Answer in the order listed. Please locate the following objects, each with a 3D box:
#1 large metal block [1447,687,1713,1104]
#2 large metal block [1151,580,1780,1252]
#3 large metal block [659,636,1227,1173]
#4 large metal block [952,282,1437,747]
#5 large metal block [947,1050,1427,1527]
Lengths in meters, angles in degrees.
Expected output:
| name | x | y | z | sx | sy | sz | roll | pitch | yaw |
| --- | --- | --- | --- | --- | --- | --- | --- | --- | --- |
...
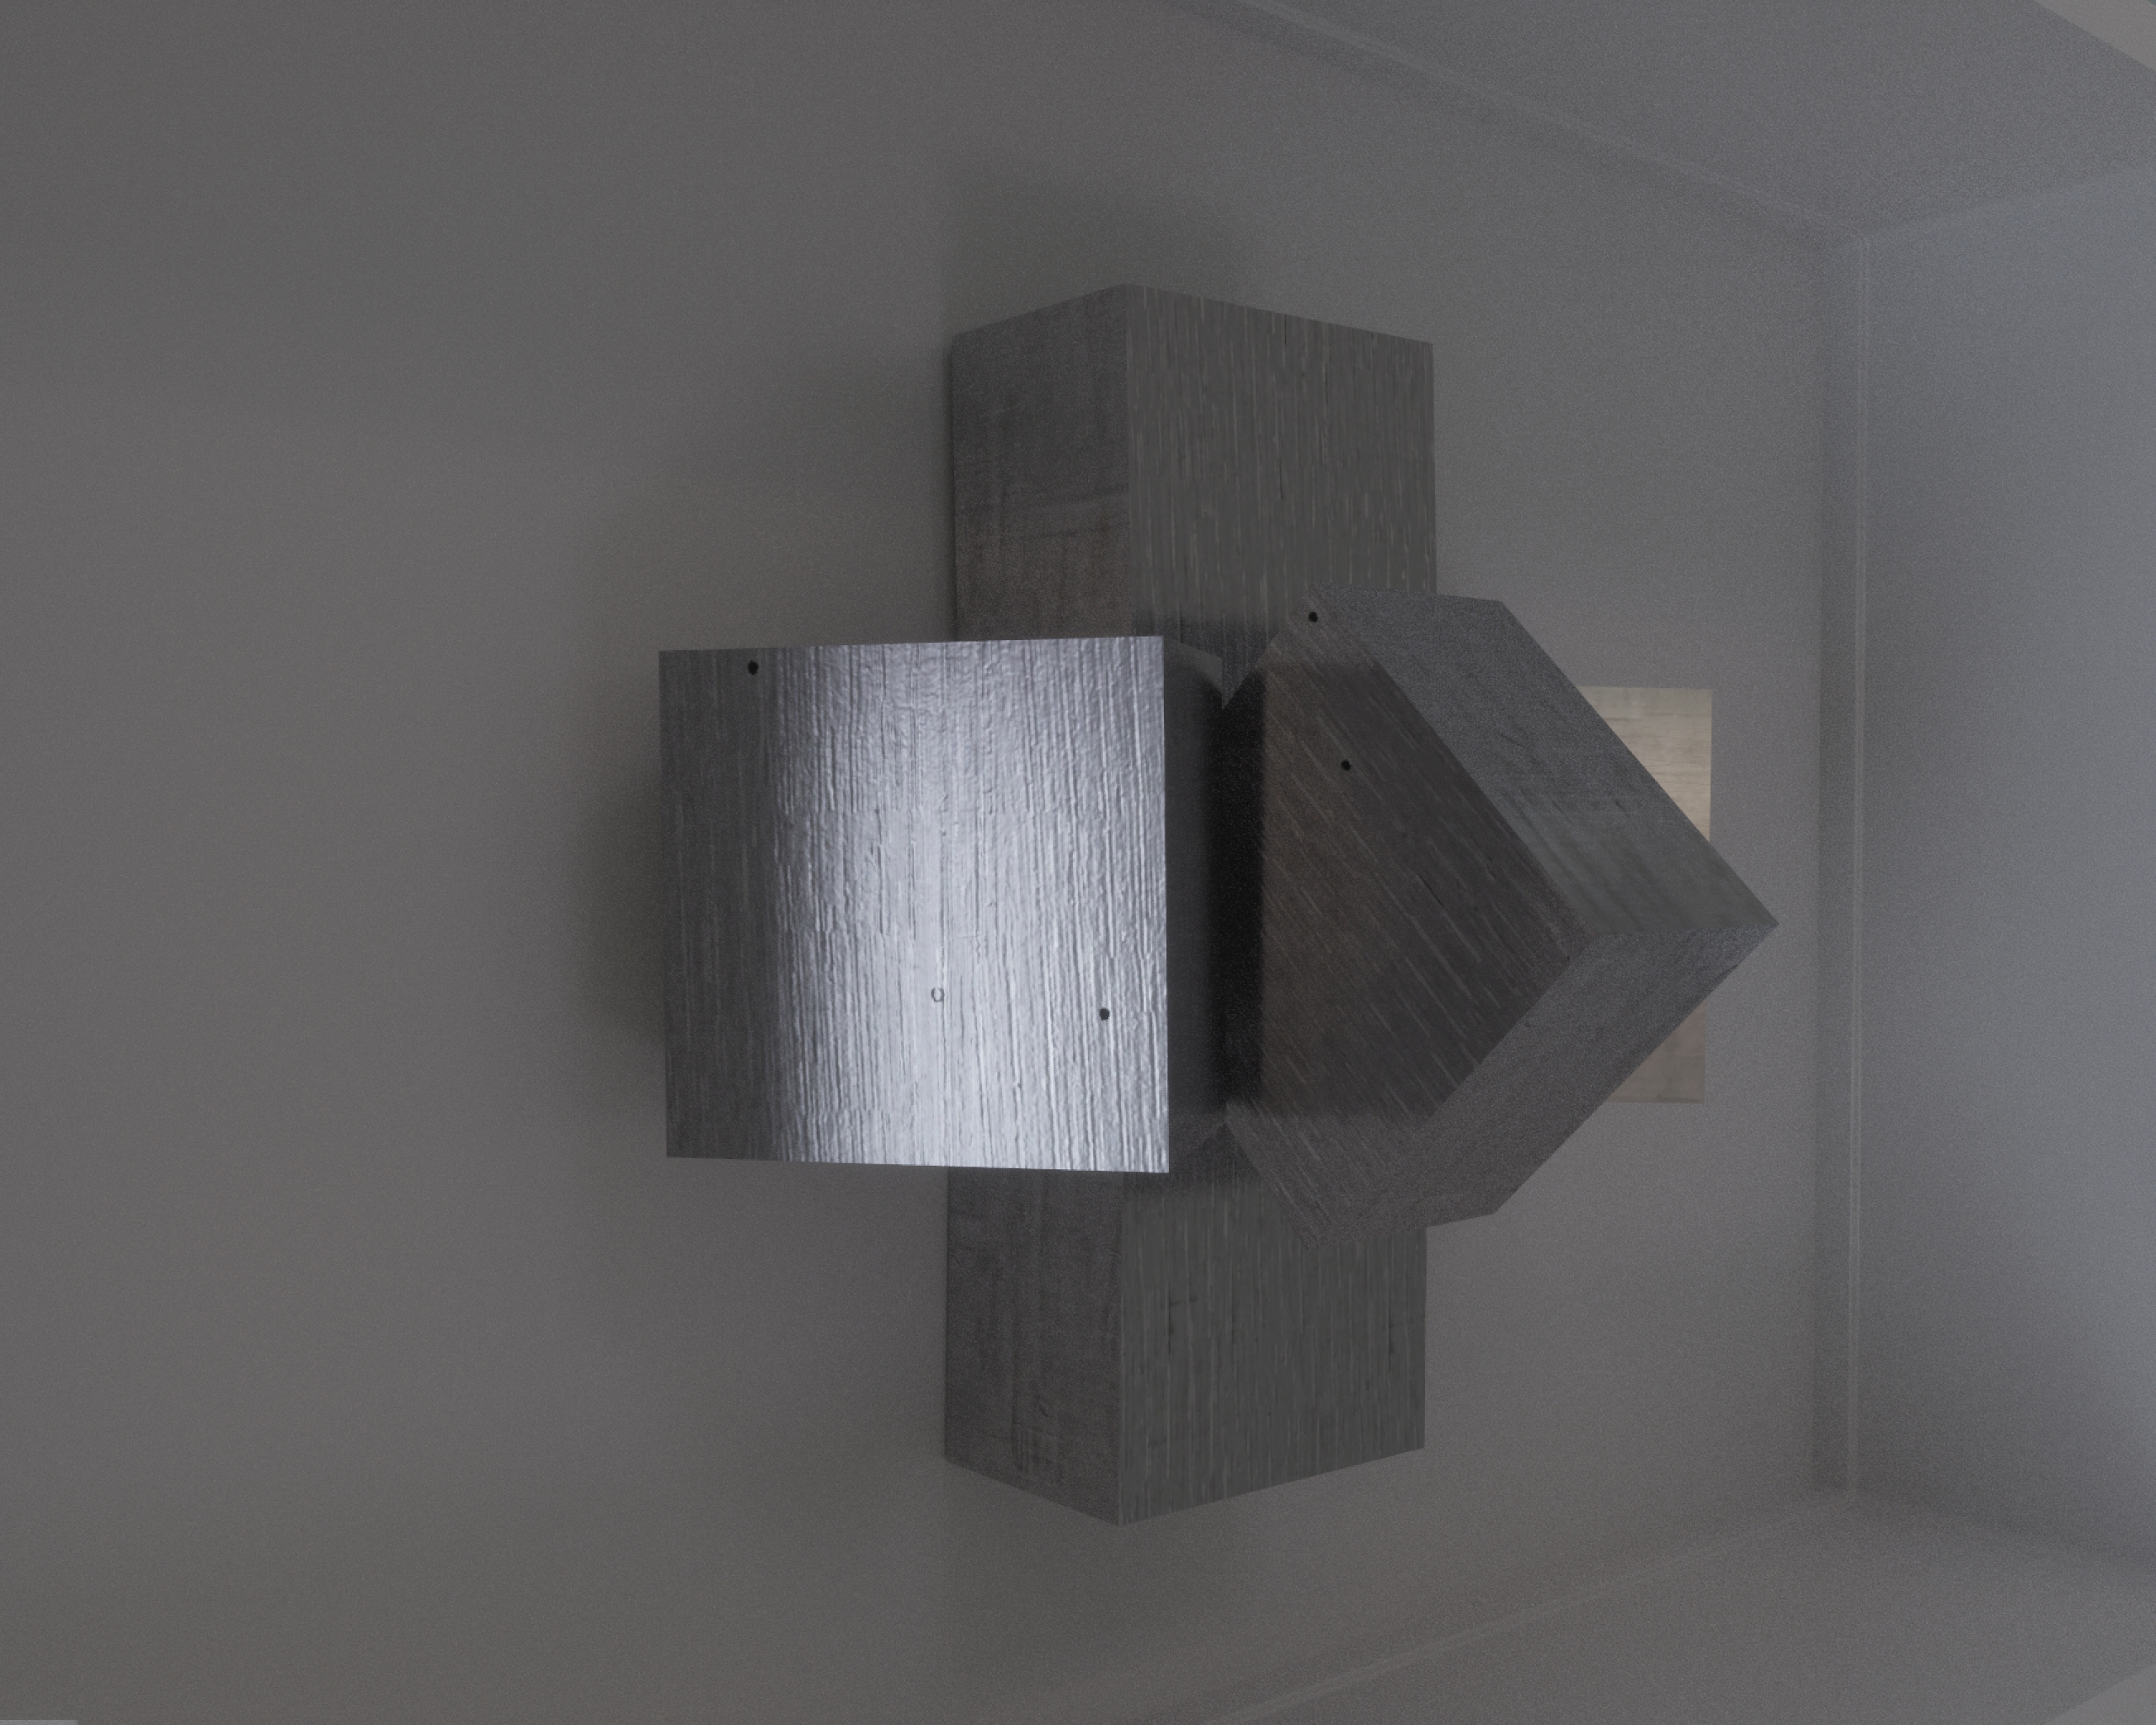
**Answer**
| name | x | y | z | sx | sy | sz | roll | pitch | yaw |
| --- | --- | --- | --- | --- | --- | --- | --- | --- | --- |
| large metal block | 0.095 | 0.006 | 0.439 | 0.050 | 0.080 | 0.080 | 1 | 90 | -1 |
| large metal block | 0.058 | 0.009 | 0.366 | 0.050 | 0.080 | 0.080 | -1 | 47 | -41 |
| large metal block | -0.020 | 0.006 | 0.342 | 0.050 | 0.080 | 0.079 | -6 | 96 | -76 |
| large metal block | 0.024 | -0.062 | 0.405 | 0.081 | 0.050 | 0.079 | -2 | 92 | -40 |
| large metal block | 0.022 | 0.076 | 0.408 | 0.081 | 0.050 | 0.080 | 1 | 90 | -40 |
